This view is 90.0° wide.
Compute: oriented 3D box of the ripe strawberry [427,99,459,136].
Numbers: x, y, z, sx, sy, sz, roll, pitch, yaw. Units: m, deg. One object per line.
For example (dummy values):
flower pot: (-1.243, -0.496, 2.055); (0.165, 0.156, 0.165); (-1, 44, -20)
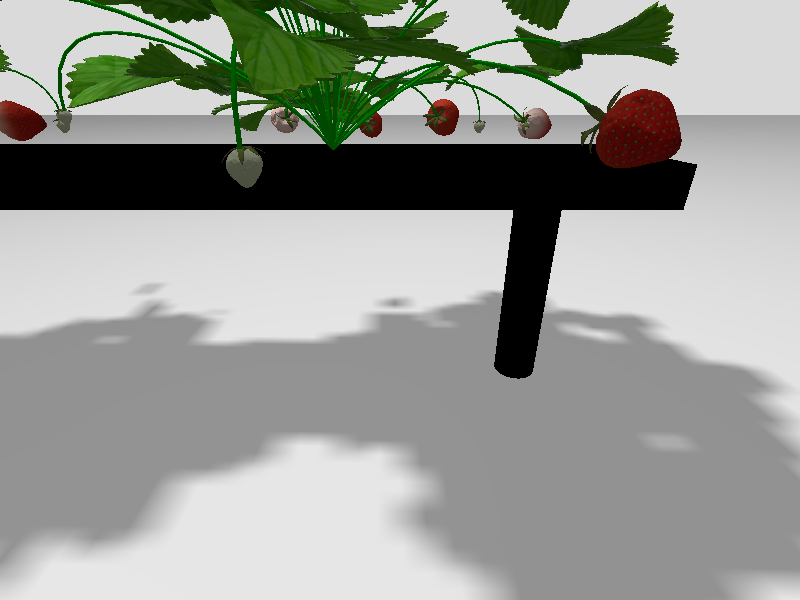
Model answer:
ripe strawberry: (0.054, -0.221, 0.487); (0.038, 0.040, 0.041); (15, 24, 27)

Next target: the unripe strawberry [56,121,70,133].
unripe strawberry: (-0.389, -0.201, 0.463); (0.013, 0.014, 0.014); (18, 32, 33)

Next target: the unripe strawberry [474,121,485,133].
unripe strawberry: (0.081, -0.176, 0.407); (0.010, 0.011, 0.011); (-17, 31, -31)

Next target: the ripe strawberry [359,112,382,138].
ripe strawberry: (-0.033, -0.200, 0.456); (0.027, 0.028, 0.029); (4, 26, 8)

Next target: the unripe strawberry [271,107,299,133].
unripe strawberry: (-0.140, -0.217, 0.485); (0.033, 0.029, 0.030); (-12, 18, -23)

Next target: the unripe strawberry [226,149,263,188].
unripe strawberry: (-0.060, -0.051, 0.154); (0.013, 0.014, 0.014); (1, 26, 1)

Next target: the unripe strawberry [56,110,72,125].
unripe strawberry: (-0.290, -0.158, 0.347); (0.011, 0.011, 0.010); (3, 26, 7)

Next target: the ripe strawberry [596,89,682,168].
ripe strawberry: (0.124, -0.086, 0.207); (0.040, 0.039, 0.044); (34, 38, 20)

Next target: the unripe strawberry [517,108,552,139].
unripe strawberry: (0.136, -0.176, 0.401); (0.033, 0.029, 0.033); (-3, 25, -26)

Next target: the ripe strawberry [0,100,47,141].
ripe strawberry: (-0.392, -0.185, 0.414); (0.039, 0.038, 0.036); (-21, 33, -38)
